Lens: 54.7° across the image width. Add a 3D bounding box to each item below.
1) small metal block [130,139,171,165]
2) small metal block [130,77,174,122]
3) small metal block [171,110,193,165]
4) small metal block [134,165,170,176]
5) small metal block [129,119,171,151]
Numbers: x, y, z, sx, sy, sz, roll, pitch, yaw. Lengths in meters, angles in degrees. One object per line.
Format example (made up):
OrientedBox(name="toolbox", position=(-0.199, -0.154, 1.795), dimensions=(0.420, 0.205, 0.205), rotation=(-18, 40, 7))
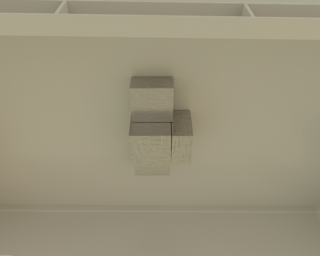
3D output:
OrientedBox(name="small metal block", position=(-0.011, 0.021, 0.408), dimensions=(0.050, 0.050, 0.025), rotation=(0, 130, 0))
OrientedBox(name="small metal block", position=(-0.009, -0.034, 0.377), dimensions=(0.050, 0.025, 0.050), rotation=(0, 130, 0))
OrientedBox(name="small metal block", position=(0.027, 0.012, 0.401), dimensions=(0.025, 0.050, 0.050), rotation=(0, 130, 0))
OrientedBox(name="small metal block", position=(-0.011, 0.042, 0.442), dimensions=(0.050, 0.025, 0.050), rotation=(0, 130, 0))
OrientedBox(name="small metal block", position=(-0.012, 0.003, 0.392), dimensions=(0.050, 0.050, 0.025), rotation=(0, 130, 0))
